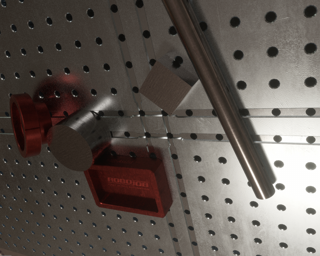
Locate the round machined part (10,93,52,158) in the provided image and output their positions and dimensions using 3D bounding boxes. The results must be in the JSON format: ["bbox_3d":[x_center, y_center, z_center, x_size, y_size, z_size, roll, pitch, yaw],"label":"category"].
[{"bbox_3d":[-0.198,-0.006,0.480,0.098,0.042,0.097,22,118,51],"label":"round machined part"}]

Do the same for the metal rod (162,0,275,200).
[{"bbox_3d":[0.064,-0.044,0.349,0.025,0.025,0.299,-17,110,34],"label":"metal rod"}]

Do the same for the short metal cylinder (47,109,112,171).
[{"bbox_3d":[-0.121,0.018,0.468,0.080,0.050,0.079,13,124,20],"label":"short metal cylinder"}]

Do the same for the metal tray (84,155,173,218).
[{"bbox_3d":[-0.052,0.090,0.488,0.130,0.030,0.089,1,119,27],"label":"metal tray"}]

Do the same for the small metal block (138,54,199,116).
[{"bbox_3d":[0.010,-0.051,0.373,0.050,0.025,0.050,38,129,2],"label":"small metal block"}]
